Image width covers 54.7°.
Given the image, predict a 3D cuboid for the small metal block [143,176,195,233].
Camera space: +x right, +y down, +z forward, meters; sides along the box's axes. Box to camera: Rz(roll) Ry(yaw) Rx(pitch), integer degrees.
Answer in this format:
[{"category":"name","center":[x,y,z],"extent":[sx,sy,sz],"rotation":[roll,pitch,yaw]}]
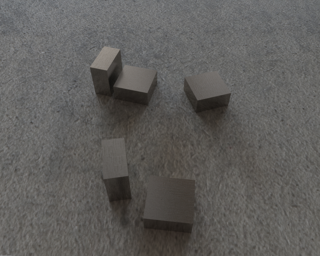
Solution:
[{"category":"small metal block","center":[0.011,0.082,0.335],"extent":[0.050,0.025,0.050],"rotation":[5,50,4]}]

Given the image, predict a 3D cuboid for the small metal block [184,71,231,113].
[{"category":"small metal block","center":[0.067,-0.053,0.449],"extent":[0.050,0.025,0.050],"rotation":[-13,51,-12]}]

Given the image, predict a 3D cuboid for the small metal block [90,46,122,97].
[{"category":"small metal block","center":[-0.077,-0.083,0.456],"extent":[0.025,0.050,0.050],"rotation":[13,51,10]}]

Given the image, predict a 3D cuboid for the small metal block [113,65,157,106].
[{"category":"small metal block","center":[-0.035,-0.064,0.456],"extent":[0.050,0.025,0.050],"rotation":[12,51,9]}]

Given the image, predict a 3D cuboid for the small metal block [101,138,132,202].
[{"category":"small metal block","center":[-0.049,0.047,0.347],"extent":[0.025,0.050,0.050],"rotation":[-7,51,-6]}]
